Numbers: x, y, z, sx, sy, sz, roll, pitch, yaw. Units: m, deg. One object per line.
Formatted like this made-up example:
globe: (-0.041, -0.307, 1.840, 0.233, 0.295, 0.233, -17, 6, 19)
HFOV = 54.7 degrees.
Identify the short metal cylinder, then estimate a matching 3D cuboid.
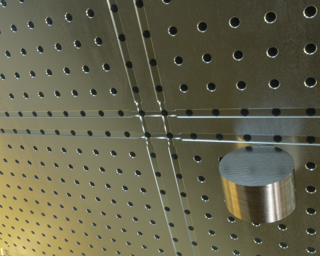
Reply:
short metal cylinder: (0.112, 0.061, 0.354, 0.080, 0.080, 0.050, -1, 118, 28)
